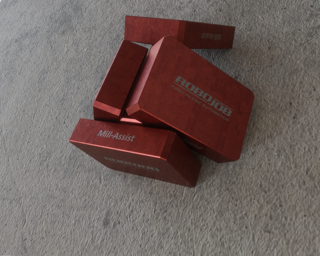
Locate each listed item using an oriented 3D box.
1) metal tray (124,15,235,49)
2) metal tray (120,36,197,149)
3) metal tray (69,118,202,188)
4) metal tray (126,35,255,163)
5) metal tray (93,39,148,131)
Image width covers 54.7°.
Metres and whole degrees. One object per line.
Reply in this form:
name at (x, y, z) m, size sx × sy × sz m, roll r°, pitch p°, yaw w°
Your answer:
metal tray at (0.029, -0.125, 0.406) m, size 0.090 × 0.131 × 0.030 m, roll 19°, pitch 113°, yaw 35°
metal tray at (0.008, -0.041, 0.383) m, size 0.030 × 0.090 × 0.130 m, roll 7°, pitch 65°, yaw 31°
metal tray at (-0.028, 0.029, 0.358) m, size 0.130 × 0.090 × 0.030 m, roll 7°, pitch 66°, yaw 31°
metal tray at (0.039, -0.028, 0.337) m, size 0.030 × 0.131 × 0.090 m, roll -20°, pitch 46°, yaw 59°
metal tray at (-0.052, -0.037, 0.391) m, size 0.030 × 0.130 × 0.090 m, roll 21°, pitch 69°, yaw -3°
